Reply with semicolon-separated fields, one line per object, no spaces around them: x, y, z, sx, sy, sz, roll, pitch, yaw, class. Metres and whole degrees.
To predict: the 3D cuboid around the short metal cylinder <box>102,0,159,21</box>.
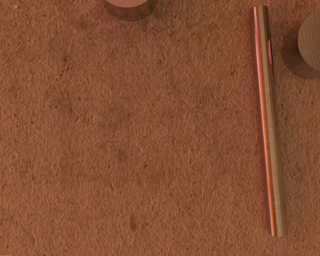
-0.040;-0.185;0.397;0.081;0.050;0.079;0;90;0;short metal cylinder

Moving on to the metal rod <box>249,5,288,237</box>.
0.144;-0.009;0.410;0.025;0.025;0.298;-5;90;0;metal rod

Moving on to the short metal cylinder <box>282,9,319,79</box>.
0.207;-0.106;0.399;0.081;0.050;0.079;0;90;0;short metal cylinder
